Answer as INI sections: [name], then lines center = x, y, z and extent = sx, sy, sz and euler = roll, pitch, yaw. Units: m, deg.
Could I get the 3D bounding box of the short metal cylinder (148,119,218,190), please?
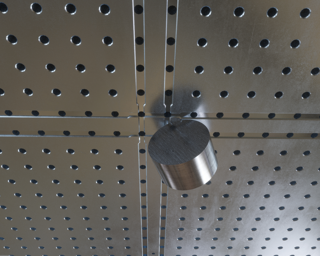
[short metal cylinder]
center = 0.031, 0.034, 0.405
extent = 0.080, 0.080, 0.050
euler = -14, 129, 11
